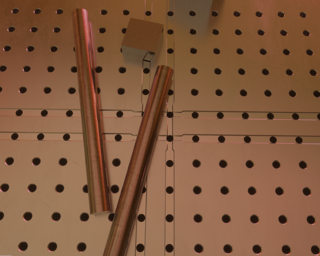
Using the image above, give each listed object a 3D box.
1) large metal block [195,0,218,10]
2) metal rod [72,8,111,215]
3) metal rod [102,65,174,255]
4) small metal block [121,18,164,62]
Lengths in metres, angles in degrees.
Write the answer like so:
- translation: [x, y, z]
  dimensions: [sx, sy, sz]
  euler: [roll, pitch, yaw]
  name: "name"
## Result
- translation: [0.064, -0.244, 0.472]
  dimensions: [0.080, 0.080, 0.050]
  euler: [35, 74, 12]
  name: "large metal block"
- translation: [-0.097, -0.036, 0.423]
  dimensions: [0.025, 0.025, 0.299]
  euler: [-9, 70, -3]
  name: "metal rod"
- translation: [-0.029, 0.054, 0.391]
  dimensions: [0.025, 0.025, 0.299]
  euler: [13, 70, 5]
  name: "metal rod"
- translation: [-0.025, -0.131, 0.459]
  dimensions: [0.050, 0.025, 0.050]
  euler: [13, 71, 5]
  name: "small metal block"
